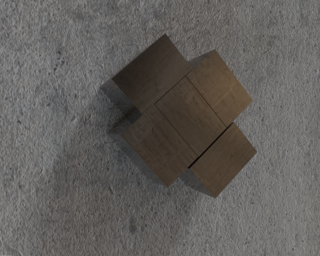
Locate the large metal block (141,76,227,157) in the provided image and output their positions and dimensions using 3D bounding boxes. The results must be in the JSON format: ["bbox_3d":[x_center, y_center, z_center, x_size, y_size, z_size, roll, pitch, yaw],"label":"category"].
[{"bbox_3d":[0.023,-0.013,0.391,0.050,0.080,0.080,-44,104,-15],"label":"large metal block"}]

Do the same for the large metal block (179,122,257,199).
[{"bbox_3d":[0.064,0.038,0.406,0.080,0.080,0.050,-44,104,-15],"label":"large metal block"}]

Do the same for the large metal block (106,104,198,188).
[{"bbox_3d":[-0.013,0.020,0.378,0.050,0.080,0.080,-44,104,-15],"label":"large metal block"}]

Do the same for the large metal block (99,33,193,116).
[{"bbox_3d":[-0.020,-0.060,0.375,0.080,0.080,0.050,-44,104,-15],"label":"large metal block"}]

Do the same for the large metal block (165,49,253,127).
[{"bbox_3d":[0.058,-0.047,0.404,0.050,0.080,0.080,-44,104,-15],"label":"large metal block"}]
